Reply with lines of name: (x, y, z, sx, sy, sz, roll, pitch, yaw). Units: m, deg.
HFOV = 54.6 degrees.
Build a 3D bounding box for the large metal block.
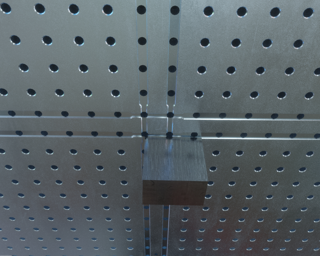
large metal block: (0.018, 0.057, 0.424, 0.080, 0.080, 0.050, 2, 130, -2)
